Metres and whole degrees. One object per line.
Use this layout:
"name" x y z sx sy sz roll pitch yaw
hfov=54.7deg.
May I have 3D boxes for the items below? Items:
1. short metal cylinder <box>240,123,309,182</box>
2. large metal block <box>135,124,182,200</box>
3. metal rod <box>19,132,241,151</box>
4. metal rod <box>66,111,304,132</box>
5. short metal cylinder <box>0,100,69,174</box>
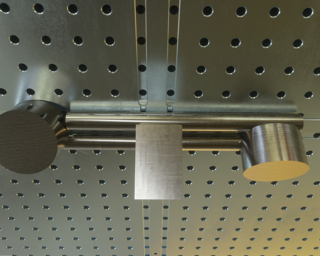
"short metal cylinder" 0.148 0.034 0.408 0.081 0.050 0.080 0 152 0
"large metal block" -0.002 0.041 0.371 0.050 0.080 0.080 1 172 -1
"metal rod" -0.043 0.018 0.426 0.302 0.025 0.025 0 130 -1
"metal rod" 0.032 -0.008 0.404 0.302 0.025 0.025 1 130 -1
"short metal cylinder" -0.160 0.010 0.383 0.081 0.050 0.079 0 107 -1
